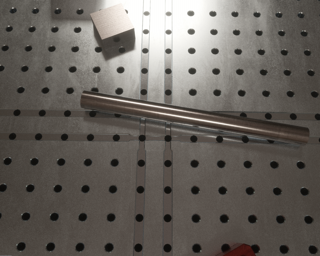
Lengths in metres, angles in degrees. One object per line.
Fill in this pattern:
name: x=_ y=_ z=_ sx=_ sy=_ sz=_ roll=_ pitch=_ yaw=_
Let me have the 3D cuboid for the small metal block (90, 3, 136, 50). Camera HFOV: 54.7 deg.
small metal block: x=-0.071 y=-0.153 z=0.467 sx=0.050 sy=0.025 sz=0.050 roll=-23 pitch=72 yaw=-9

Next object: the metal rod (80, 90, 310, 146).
metal rod: x=0.044 y=-0.014 z=0.417 sx=0.302 sy=0.025 sz=0.025 roll=10 pitch=70 yaw=3

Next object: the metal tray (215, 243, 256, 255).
metal tray: x=0.088 y=0.205 z=0.334 sx=0.091 sy=0.030 sz=0.130 roll=-26 pitch=72 yaw=-10
